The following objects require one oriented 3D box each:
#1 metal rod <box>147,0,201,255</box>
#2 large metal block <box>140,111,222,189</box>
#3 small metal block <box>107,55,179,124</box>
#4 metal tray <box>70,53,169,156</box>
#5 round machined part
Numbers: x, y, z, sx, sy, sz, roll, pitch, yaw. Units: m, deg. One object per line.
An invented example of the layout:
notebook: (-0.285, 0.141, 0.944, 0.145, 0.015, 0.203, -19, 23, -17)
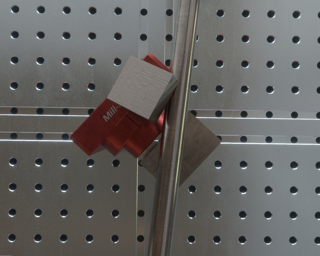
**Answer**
metal rod: (0.014, 0.011, 0.333, 0.025, 0.025, 0.298, 7, 90, -1)
large metal block: (0.023, 0.027, 0.383, 0.050, 0.080, 0.080, 43, 90, -1)
small metal block: (-0.017, -0.039, 0.315, 0.050, 0.025, 0.050, 28, 88, 18)
metal tray: (-0.044, -0.026, 0.380, 0.030, 0.090, 0.130, 43, 90, 0)
round machined part: (-0.022, -0.001, 0.380, 0.042, 0.098, 0.098, 42, 90, 0)
